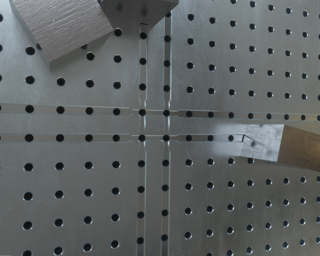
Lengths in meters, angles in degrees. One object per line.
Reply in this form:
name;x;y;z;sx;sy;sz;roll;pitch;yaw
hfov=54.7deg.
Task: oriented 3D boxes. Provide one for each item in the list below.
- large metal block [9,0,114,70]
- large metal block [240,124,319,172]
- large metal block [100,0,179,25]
large metal block;-0.113;-0.125;0.358;0.080;0.050;0.080;-33;101;-17
large metal block;0.179;0.028;0.451;0.081;0.080;0.050;14;85;-20
large metal block;-0.030;-0.167;0.373;0.081;0.080;0.050;2;90;-20
